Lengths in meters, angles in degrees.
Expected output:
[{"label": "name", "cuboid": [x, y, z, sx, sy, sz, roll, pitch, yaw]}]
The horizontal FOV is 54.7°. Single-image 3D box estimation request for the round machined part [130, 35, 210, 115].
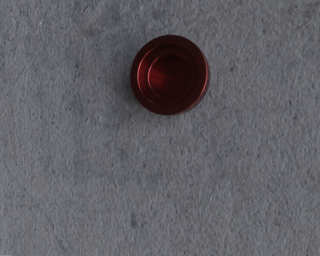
[{"label": "round machined part", "cuboid": [0.015, -0.064, 0.394, 0.098, 0.042, 0.097, 0, 90, 19]}]
